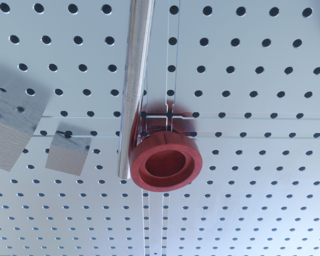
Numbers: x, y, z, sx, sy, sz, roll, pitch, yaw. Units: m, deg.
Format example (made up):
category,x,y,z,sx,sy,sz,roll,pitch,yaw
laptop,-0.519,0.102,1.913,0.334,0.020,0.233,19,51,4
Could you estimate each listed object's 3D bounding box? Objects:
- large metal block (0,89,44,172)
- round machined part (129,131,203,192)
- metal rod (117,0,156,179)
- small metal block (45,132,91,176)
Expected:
category,x,y,z,sx,sy,sz,roll,pitch,yaw
large metal block,-0.208,0.000,0.393,0.080,0.050,0.080,29,124,-23
round machined part,0.006,0.042,0.430,0.099,0.042,0.097,-6,132,-7
metal rod,-0.032,-0.044,0.373,0.025,0.025,0.298,6,130,-5
small metal block,-0.132,0.038,0.443,0.050,0.025,0.050,17,128,-14
